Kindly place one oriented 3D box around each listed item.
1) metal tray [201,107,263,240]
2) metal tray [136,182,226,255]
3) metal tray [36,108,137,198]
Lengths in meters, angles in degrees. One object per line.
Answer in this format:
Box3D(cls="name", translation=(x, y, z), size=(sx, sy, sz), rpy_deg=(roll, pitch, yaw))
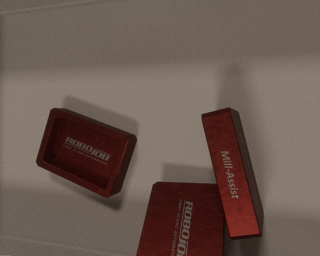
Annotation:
Box3D(cls="metal tray", translation=(0.084, 0.045, 0.346), size=(0.030, 0.090, 0.129), rpy_deg=(-14, 85, 19))
Box3D(cls="metal tray", translation=(0.027, 0.123, 0.349), size=(0.090, 0.130, 0.030), rpy_deg=(0, 133, 14))
Box3D(cls="metal tray", translation=(-0.107, 0.033, 0.444), size=(0.130, 0.030, 0.089), rpy_deg=(20, 97, 18))
